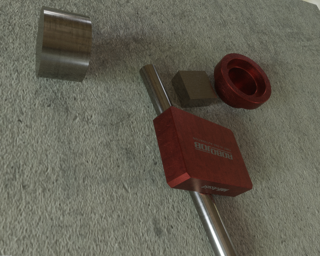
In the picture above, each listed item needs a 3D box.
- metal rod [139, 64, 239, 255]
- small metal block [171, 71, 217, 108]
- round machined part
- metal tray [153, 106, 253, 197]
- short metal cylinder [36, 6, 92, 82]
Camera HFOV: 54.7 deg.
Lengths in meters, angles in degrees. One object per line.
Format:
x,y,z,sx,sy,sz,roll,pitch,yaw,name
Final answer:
0.036,0.046,0.396,0.025,0.025,0.299,-9,66,-33,metal rod
0.052,-0.059,0.470,0.050,0.025,0.050,-6,65,-31,small metal block
0.130,-0.071,0.509,0.099,0.042,0.098,14,56,-21,round machined part
0.055,0.033,0.381,0.131,0.030,0.090,18,47,-42,metal tray
-0.116,-0.097,0.366,0.050,0.080,0.080,4,60,-27,short metal cylinder
